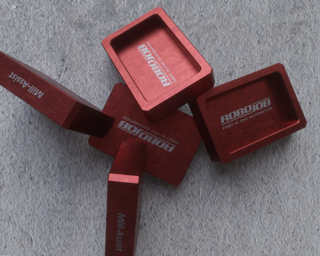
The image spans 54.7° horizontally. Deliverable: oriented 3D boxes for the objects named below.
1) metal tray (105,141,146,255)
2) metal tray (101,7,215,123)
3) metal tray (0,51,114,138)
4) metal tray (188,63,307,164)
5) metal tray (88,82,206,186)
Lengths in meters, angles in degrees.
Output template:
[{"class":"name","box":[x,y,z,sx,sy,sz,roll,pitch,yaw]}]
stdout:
[{"class":"metal tray","box":[-0.039,0.091,0.359,0.030,0.090,0.129,6,111,0]},{"class":"metal tray","box":[-0.005,-0.081,0.379,0.090,0.030,0.130,-31,61,-1]},{"class":"metal tray","box":[-0.127,-0.038,0.362,0.130,0.090,0.030,31,90,16]},{"class":"metal tray","box":[0.112,-0.019,0.394,0.131,0.030,0.090,-22,90,-15]},{"class":"metal tray","box":[-0.016,0.008,0.408,0.131,0.030,0.090,26,90,-1]}]
